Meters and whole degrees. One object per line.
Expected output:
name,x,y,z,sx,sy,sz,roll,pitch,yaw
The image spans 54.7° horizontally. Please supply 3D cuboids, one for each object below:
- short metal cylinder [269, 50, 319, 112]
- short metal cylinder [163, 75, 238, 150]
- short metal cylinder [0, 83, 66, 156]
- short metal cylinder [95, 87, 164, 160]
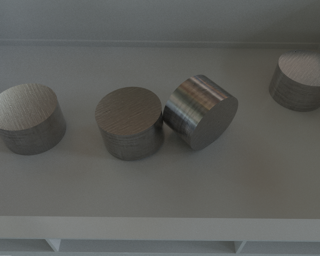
short metal cylinder,0.206,-0.069,0.450,0.081,0.050,0.080,0,50,0
short metal cylinder,0.051,-0.019,0.386,0.081,0.080,0.050,-32,57,-24
short metal cylinder,-0.167,-0.012,0.397,0.081,0.050,0.080,0,50,0
short metal cylinder,-0.036,-0.006,0.390,0.080,0.050,0.080,-3,50,3
